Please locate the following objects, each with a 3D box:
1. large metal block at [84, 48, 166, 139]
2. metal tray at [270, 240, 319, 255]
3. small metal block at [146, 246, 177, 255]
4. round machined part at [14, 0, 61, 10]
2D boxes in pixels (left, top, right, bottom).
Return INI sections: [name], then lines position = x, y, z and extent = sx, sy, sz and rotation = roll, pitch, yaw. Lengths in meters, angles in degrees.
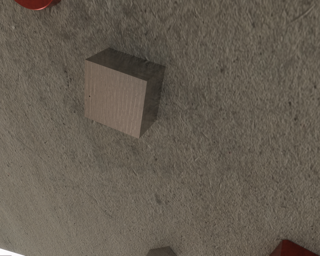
[large metal block]
position = -0.045, -0.044, 0.387
extent = 0.080, 0.050, 0.079
rotation = 21, 127, 15
[metal tray]
position = 0.189, 0.226, 0.443
extent = 0.090, 0.030, 0.129
rotation = 26, 128, 12
[small metal block]
position = -0.004, 0.238, 0.540
extent = 0.050, 0.050, 0.025
rotation = -27, 104, 37
[round machined part]
position = -0.161, -0.189, 0.363
extent = 0.098, 0.042, 0.097
rotation = 13, 124, 21
